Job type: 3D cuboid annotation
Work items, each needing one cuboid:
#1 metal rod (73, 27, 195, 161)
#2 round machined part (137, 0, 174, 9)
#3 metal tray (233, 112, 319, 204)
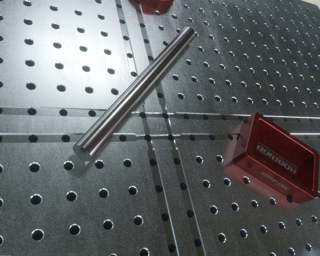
[{"bbox_3d":[-0.019,-0.067,0.438,0.025,0.025,0.301,38,51,-3],"label":"metal rod"},{"bbox_3d":[-0.012,-0.264,0.552,0.099,0.042,0.098,14,56,-21],"label":"round machined part"},{"bbox_3d":[0.181,0.045,0.474,0.130,0.030,0.090,32,52,-8],"label":"metal tray"}]
